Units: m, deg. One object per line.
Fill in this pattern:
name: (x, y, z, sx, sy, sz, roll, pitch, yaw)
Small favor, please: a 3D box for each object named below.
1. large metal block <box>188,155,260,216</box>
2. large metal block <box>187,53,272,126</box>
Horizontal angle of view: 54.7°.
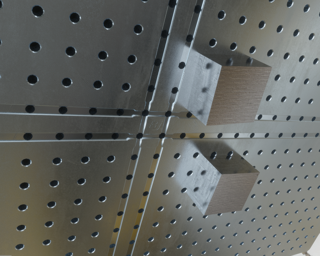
large metal block: (0.105, 0.093, 0.512, 0.081, 0.050, 0.079, 2, 117, -30)
large metal block: (0.091, -0.052, 0.414, 0.081, 0.050, 0.079, -4, 121, -27)
